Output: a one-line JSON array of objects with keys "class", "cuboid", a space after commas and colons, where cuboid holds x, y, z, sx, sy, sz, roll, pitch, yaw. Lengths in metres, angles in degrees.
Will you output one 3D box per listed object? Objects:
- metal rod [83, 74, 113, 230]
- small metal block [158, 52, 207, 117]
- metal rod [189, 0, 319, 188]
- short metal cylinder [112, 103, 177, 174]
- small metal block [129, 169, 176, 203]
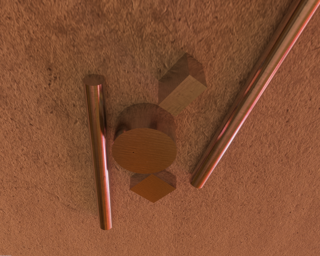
[{"class": "metal rod", "cuboid": [-0.086, 0.058, 0.455, 0.025, 0.025, 0.298, 3, 130, -3]}, {"class": "small metal block", "cuboid": [0.024, -0.049, 0.349, 0.025, 0.050, 0.050, 32, 123, -24]}, {"class": "metal rod", "cuboid": [0.103, -0.025, 0.386, 0.025, 0.025, 0.298, 14, 129, -12]}, {"class": "short metal cylinder", "cuboid": [-0.019, 0.014, 0.403, 0.081, 0.050, 0.079, 0, 130, 0]}, {"class": "small metal block", "cuboid": [-0.011, 0.085, 0.479, 0.050, 0.025, 0.050, 36, 121, -27]}]
